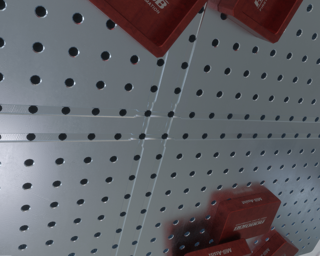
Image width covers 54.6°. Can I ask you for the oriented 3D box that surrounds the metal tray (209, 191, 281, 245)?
[{"bbox_3d":[0.168,0.177,0.608,0.131,0.030,0.089,-4,120,-27],"label":"metal tray"}]

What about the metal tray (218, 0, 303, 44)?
[{"bbox_3d":[0.139,-0.180,0.371,0.091,0.030,0.129,17,109,-35],"label":"metal tray"}]

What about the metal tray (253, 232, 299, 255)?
[{"bbox_3d":[0.265,0.319,0.748,0.130,0.030,0.090,-48,129,5],"label":"metal tray"}]

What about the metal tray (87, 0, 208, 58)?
[{"bbox_3d":[-0.021,-0.143,0.307,0.130,0.030,0.090,33,100,-38],"label":"metal tray"}]

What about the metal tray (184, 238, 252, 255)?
[{"bbox_3d":[0.100,0.257,0.597,0.131,0.030,0.089,-5,141,-22],"label":"metal tray"}]
